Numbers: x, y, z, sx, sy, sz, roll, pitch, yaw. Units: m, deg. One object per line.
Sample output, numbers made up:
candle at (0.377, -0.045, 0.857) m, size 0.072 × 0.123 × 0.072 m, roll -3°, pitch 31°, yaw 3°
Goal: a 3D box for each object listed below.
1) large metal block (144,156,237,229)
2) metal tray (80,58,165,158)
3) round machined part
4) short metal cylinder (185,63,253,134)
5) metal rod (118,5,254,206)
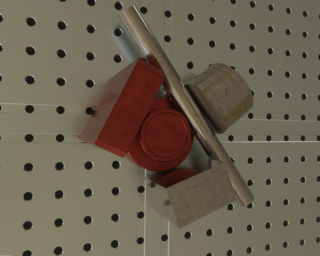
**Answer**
large metal block at (0.036, 0.077, 0.398) m, size 0.081 × 0.080 × 0.050 m, roll -20°, pitch 97°, yaw -19°
metal tray at (-0.047, -0.020, 0.340) m, size 0.030 × 0.130 × 0.090 m, roll 29°, pitch 80°, yaw -18°
round machined part at (0.001, 0.009, 0.405) m, size 0.099 × 0.042 × 0.097 m, roll 0°, pitch 90°, yaw -21°
short metal cylinder at (0.075, -0.039, 0.411) m, size 0.050 × 0.080 × 0.080 m, roll -39°, pitch 103°, yaw -16°
metal rod at (0.041, -0.020, 0.406) m, size 0.025 × 0.025 × 0.299 m, roll -37°, pitch 102°, yaw -16°
